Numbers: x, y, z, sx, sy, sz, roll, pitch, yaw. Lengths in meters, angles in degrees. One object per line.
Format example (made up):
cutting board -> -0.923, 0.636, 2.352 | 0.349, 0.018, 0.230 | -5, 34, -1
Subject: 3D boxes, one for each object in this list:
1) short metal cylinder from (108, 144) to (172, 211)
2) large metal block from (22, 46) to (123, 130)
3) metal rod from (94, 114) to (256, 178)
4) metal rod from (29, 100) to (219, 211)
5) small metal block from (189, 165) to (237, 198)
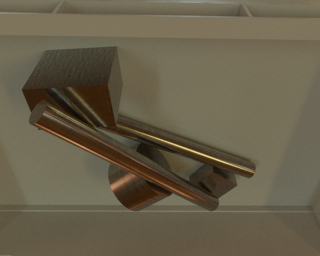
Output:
short metal cylinder -> -0.024, 0.067, 0.427 | 0.050, 0.080, 0.080 | -33, 123, 24
large metal block -> -0.087, -0.045, 0.333 | 0.080, 0.080, 0.050 | -3, 130, 2
metal rod -> -0.001, 0.015, 0.420 | 0.302, 0.025, 0.025 | 19, 127, -17
metal rod -> -0.015, 0.050, 0.373 | 0.025, 0.025, 0.301 | -33, 136, 24
small metal block -> 0.082, 0.082, 0.479 | 0.050, 0.025, 0.050 | 31, 123, -24
